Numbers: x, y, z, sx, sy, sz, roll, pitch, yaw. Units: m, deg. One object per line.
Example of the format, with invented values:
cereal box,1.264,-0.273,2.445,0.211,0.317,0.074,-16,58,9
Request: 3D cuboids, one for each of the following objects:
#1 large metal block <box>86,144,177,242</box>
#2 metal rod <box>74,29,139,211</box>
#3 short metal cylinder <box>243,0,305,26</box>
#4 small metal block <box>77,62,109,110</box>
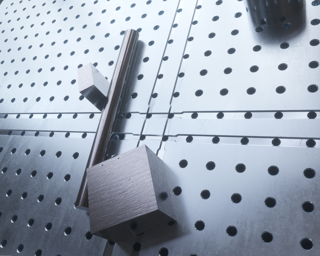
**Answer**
large metal block,-0.035,0.077,0.362,0.080,0.050,0.080,-24,53,13
metal rod,-0.072,-0.029,0.461,0.025,0.025,0.299,-4,60,26
short metal cylinder,0.155,-0.189,0.427,0.080,0.050,0.080,-13,56,20
small metal block,-0.102,-0.065,0.484,0.025,0.050,0.050,-25,53,12
